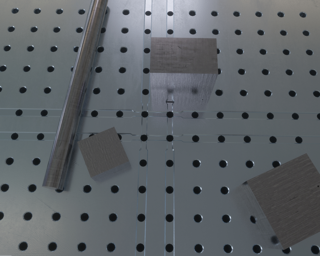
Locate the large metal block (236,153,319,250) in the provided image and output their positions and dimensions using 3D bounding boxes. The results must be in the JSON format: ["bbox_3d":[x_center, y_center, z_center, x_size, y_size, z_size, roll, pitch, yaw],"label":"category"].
[{"bbox_3d":[0.151,0.087,0.368,0.080,0.050,0.080,-23,72,-8],"label":"large metal block"}]

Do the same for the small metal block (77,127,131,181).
[{"bbox_3d":[-0.071,0.033,0.399,0.050,0.025,0.050,-23,72,-8],"label":"small metal block"}]

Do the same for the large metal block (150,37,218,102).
[{"bbox_3d":[0.029,-0.074,0.410,0.081,0.080,0.050,1,70,0],"label":"large metal block"}]

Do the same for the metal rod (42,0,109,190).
[{"bbox_3d":[-0.113,-0.065,0.434,0.025,0.025,0.299,7,70,2],"label":"metal rod"}]
